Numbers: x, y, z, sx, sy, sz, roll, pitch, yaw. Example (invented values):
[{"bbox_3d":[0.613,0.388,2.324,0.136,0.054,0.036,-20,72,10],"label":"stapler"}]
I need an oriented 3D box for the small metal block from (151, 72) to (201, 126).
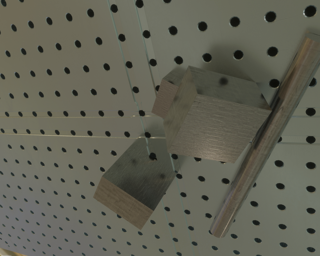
[{"bbox_3d":[0.023,-0.033,0.378,0.050,0.025,0.050,27,128,10],"label":"small metal block"}]

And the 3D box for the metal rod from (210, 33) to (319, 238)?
[{"bbox_3d":[0.116,0.035,0.371,0.025,0.025,0.298,24,127,13],"label":"metal rod"}]

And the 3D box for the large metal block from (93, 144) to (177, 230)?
[{"bbox_3d":[-0.034,0.082,0.443,0.080,0.080,0.050,33,128,6],"label":"large metal block"}]

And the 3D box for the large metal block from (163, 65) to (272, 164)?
[{"bbox_3d":[0.057,-0.012,0.335,0.081,0.050,0.079,11,130,-17],"label":"large metal block"}]
